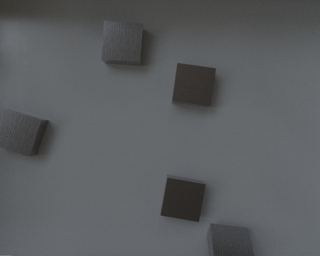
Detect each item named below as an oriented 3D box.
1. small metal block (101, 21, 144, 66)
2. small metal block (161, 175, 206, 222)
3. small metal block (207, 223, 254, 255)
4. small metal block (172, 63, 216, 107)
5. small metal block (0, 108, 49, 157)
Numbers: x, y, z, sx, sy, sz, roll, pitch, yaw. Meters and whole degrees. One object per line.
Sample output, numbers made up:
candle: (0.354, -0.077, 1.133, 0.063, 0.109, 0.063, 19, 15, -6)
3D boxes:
small metal block: (-0.049, -0.112, 0.411, 0.050, 0.025, 0.050, 4, 90, -1)
small metal block: (0.030, 0.093, 0.412, 0.050, 0.025, 0.050, 10, 90, -1)
small metal block: (0.089, 0.153, 0.397, 0.050, 0.050, 0.025, 7, 121, -1)
small metal block: (0.044, -0.056, 0.412, 0.050, 0.025, 0.050, 8, 90, -1)
small metal block: (-0.184, 0.005, 0.409, 0.050, 0.025, 0.050, 18, 90, -1)
